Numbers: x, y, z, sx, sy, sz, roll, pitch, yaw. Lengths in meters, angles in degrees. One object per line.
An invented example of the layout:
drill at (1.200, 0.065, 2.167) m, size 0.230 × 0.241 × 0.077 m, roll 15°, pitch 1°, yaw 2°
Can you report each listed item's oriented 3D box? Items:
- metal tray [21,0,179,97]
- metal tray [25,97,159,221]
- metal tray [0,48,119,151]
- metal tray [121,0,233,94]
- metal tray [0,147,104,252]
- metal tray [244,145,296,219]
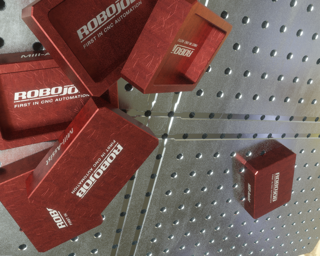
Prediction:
metal tray at (-0.044, -0.103, 0.288) m, size 0.130 × 0.030 × 0.090 m, roll -46°, pitch 125°, yaw -19°
metal tray at (-0.075, 0.039, 0.351) m, size 0.090 × 0.030 × 0.130 m, roll 33°, pitch 100°, yaw -38°
metal tray at (-0.111, -0.034, 0.325) m, size 0.131 × 0.030 × 0.089 m, roll -12°, pitch 124°, yaw -22°
metal tray at (0.023, -0.082, 0.319) m, size 0.090 × 0.030 × 0.131 m, roll -59°, pitch 162°, yaw 21°
metal tray at (-0.135, 0.090, 0.390) m, size 0.091 × 0.030 × 0.129 m, roll -24°, pitch 127°, yaw -14°
metal tray at (0.205, 0.104, 0.583) m, size 0.091 × 0.030 × 0.129 m, roll -22°, pitch 127°, yaw -15°
